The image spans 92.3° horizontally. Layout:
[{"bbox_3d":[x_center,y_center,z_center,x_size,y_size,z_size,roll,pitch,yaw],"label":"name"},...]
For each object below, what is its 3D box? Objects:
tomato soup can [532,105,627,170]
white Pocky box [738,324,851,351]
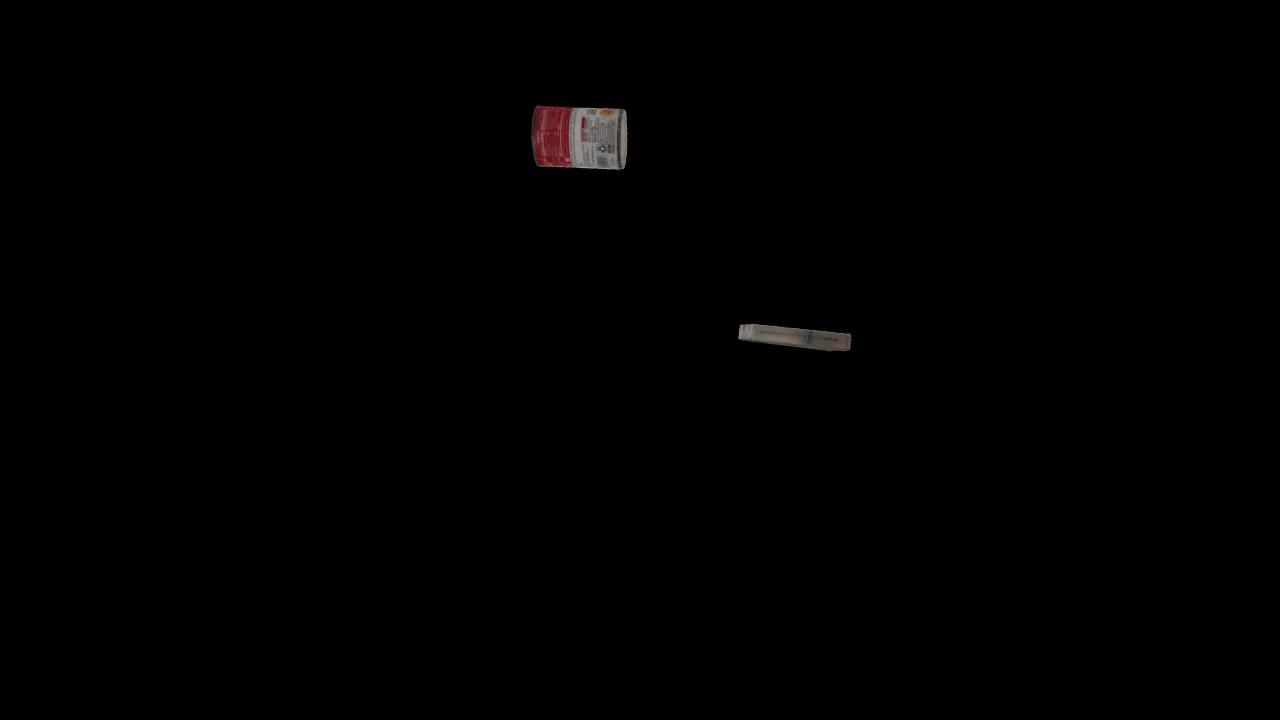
[{"bbox_3d":[-0.067,-0.255,0.707,0.101,0.068,0.068,3,0,5],"label":"tomato soup can"},{"bbox_3d":[0.238,-0.035,0.957,0.154,0.028,0.084,6,1,-6],"label":"white Pocky box"}]
